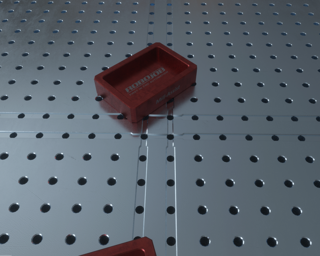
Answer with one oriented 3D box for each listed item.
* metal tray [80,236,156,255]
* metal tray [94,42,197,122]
[{"bbox_3d":[-0.034,0.169,0.261,0.091,0.030,0.130,-13,51,-11],"label":"metal tray"},{"bbox_3d":[-0.020,-0.073,0.465,0.131,0.030,0.090,-36,59,-27],"label":"metal tray"}]
